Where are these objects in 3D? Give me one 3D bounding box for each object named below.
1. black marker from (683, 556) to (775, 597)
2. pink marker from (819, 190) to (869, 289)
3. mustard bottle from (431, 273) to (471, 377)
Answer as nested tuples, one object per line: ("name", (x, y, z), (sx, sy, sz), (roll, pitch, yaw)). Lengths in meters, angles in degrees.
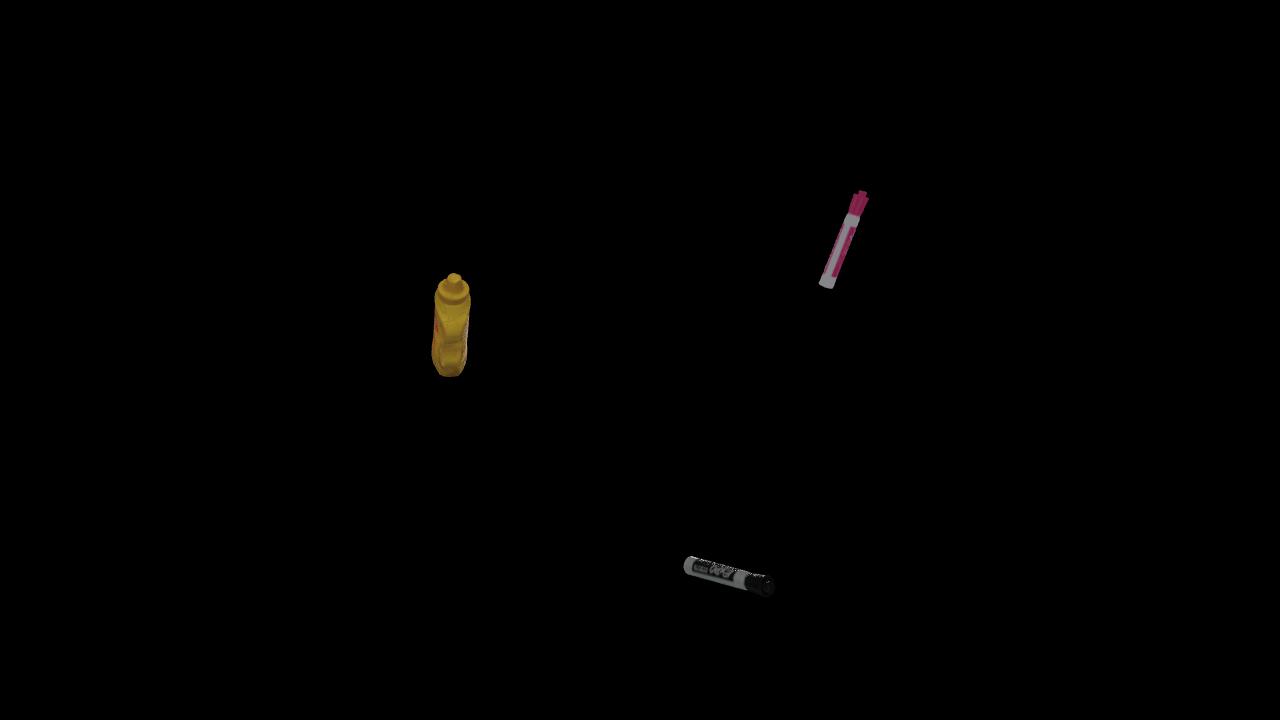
("black marker", (0.085, 0.210, 0.597), (0.020, 0.020, 0.121), (0, -6, -33))
("pink marker", (0.249, -0.146, 0.752), (0.020, 0.121, 0.020), (14, 23, -6))
("mustard bottle", (-0.276, -0.060, 0.903), (0.054, 0.092, 0.184), (5, -36, -17))
